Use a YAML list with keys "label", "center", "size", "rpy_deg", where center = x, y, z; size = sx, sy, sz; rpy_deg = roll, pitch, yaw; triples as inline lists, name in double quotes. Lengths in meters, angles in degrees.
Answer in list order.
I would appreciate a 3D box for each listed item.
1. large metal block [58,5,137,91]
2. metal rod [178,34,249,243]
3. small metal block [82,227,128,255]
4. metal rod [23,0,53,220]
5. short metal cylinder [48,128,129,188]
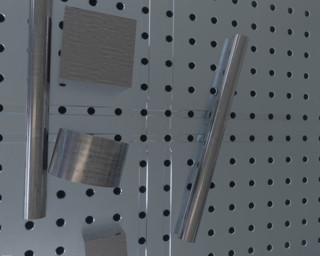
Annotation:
- label: "large metal block"
  center: [-0.076, -0.090, 0.371]
  size: [0.081, 0.050, 0.080]
  rpy_deg: [5, 89, -20]
- label: "metal rod"
  center: [0.078, 0.011, 0.441]
  size: [0.025, 0.025, 0.299]
  rpy_deg: [18, 84, -19]
- label: "small metal block"
  center: [-0.068, 0.157, 0.388]
  size: [0.050, 0.025, 0.050]
  rpy_deg: [-5, 92, -20]
- label: "metal rod"
  center: [-0.141, -0.046, 0.360]
  size: [0.025, 0.025, 0.298]
  rpy_deg: [2, 90, -20]
- label: "short metal cylinder"
  center: [-0.080, 0.034, 0.354]
  size: [0.081, 0.080, 0.050]
  rpy_deg: [15, 85, -20]
